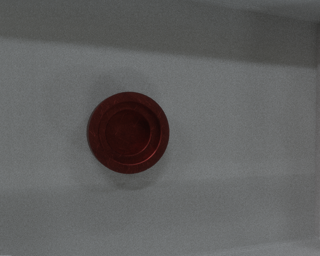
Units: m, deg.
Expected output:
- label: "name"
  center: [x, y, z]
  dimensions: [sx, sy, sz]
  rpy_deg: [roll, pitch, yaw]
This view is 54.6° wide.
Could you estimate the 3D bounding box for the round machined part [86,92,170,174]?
- label: "round machined part"
  center: [-0.041, 0.006, 0.386]
  dimensions: [0.099, 0.042, 0.097]
  rpy_deg: [0, 90, -20]
